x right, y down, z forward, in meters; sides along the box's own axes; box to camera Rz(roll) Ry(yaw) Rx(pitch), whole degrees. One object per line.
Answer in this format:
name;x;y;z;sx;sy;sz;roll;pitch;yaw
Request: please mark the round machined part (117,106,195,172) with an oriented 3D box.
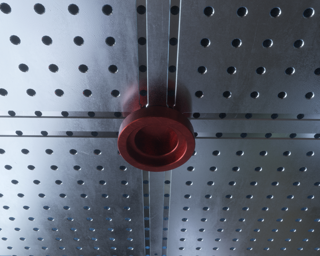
round machined part;-0.005;0.010;0.408;0.099;0.042;0.097;0;130;0
